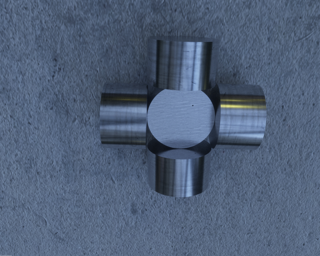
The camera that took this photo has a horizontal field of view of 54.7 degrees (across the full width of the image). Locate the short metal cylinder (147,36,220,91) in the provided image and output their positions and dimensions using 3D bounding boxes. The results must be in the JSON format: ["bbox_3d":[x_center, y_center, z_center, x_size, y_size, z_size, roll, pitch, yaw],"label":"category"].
[{"bbox_3d":[0.025,-0.076,0.353,0.081,0.080,0.050,2,111,-1],"label":"short metal cylinder"}]

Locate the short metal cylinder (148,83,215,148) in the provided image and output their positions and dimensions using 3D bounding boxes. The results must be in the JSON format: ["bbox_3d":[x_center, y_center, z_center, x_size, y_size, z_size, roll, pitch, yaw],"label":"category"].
[{"bbox_3d":[0.025,-0.021,0.391,0.081,0.050,0.079,0,110,-1],"label":"short metal cylinder"}]

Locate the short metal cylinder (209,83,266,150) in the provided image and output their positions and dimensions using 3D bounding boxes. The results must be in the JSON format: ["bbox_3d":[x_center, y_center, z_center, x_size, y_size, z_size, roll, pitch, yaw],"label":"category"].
[{"bbox_3d":[0.091,-0.014,0.378,0.050,0.080,0.079,2,110,-1],"label":"short metal cylinder"}]

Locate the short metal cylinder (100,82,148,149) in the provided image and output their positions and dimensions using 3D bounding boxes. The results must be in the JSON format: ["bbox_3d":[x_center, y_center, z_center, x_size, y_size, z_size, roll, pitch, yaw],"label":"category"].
[{"bbox_3d":[-0.041,-0.015,0.376,0.050,0.080,0.079,2,110,-1],"label":"short metal cylinder"}]

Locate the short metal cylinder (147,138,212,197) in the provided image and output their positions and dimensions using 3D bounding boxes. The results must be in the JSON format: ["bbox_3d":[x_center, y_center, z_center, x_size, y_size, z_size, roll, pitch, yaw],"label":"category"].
[{"bbox_3d":[0.024,0.046,0.399,0.081,0.080,0.050,0,110,-1],"label":"short metal cylinder"}]
